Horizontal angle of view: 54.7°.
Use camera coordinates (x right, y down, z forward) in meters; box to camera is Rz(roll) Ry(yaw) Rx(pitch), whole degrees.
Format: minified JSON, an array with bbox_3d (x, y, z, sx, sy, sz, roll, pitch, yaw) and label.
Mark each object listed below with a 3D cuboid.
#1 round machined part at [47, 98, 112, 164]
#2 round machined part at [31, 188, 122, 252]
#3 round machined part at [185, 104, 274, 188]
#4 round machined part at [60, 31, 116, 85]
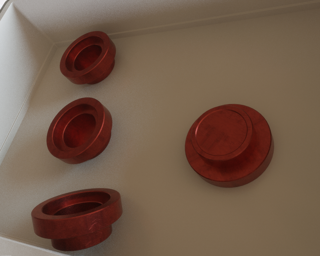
[{"bbox_3d":[-0.111,0.008,0.448,0.098,0.042,0.098,-13,56,21],"label":"round machined part"},{"bbox_3d":[-0.092,0.105,0.355,0.098,0.098,0.042,-4,97,26],"label":"round machined part"},{"bbox_3d":[0.074,0.013,0.348,0.098,0.042,0.098,-13,56,21],"label":"round machined part"},{"bbox_3d":[-0.116,-0.113,0.526,0.098,0.042,0.098,-13,56,21],"label":"round machined part"}]
